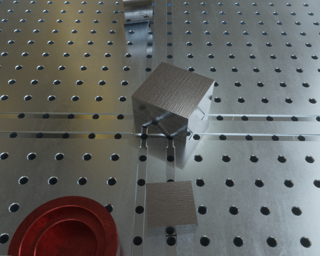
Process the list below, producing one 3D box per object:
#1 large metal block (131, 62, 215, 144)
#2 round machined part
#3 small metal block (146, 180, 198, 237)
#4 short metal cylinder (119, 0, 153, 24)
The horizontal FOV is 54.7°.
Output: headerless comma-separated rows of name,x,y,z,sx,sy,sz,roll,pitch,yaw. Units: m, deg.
large metal block,0.019,-0.036,0.422,0.080,0.050,0.080,23,54,18
round machined part,-0.087,0.119,0.296,0.099,0.042,0.098,0,50,0
small metal block,0.011,0.086,0.335,0.050,0.025,0.050,-3,50,-3
short metal cylinder,-0.047,-0.235,0.569,0.050,0.080,0.080,-11,51,-9
